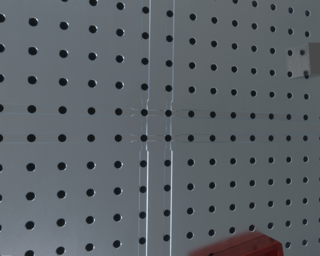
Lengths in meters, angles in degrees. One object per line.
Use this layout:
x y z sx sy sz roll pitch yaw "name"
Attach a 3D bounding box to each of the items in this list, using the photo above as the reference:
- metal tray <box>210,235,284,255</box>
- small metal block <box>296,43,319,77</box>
0.123 0.223 0.455 0.131 0.030 0.089 -11 94 -20 "metal tray"
0.254 -0.111 0.506 0.050 0.025 0.050 -6 92 -20 "small metal block"
